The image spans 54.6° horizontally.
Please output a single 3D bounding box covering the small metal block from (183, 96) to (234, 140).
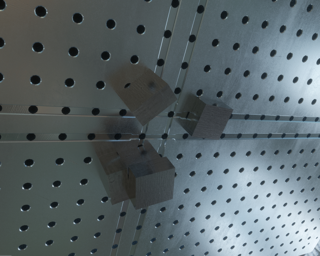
[{"bbox_3d":[0.068,-0.013,0.440,0.050,0.025,0.050,8,114,-32],"label":"small metal block"}]

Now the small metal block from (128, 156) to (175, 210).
[{"bbox_3d":[-0.011,0.067,0.382,0.050,0.025,0.050,-11,123,-23],"label":"small metal block"}]

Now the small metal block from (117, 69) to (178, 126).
[{"bbox_3d":[-0.016,-0.037,0.363,0.050,0.050,0.025,-38,129,-3],"label":"small metal block"}]

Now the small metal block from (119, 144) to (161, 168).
[{"bbox_3d":[-0.025,0.051,0.412,0.050,0.050,0.025,-16,125,-20],"label":"small metal block"}]

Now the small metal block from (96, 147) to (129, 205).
[{"bbox_3d":[-0.060,0.061,0.399,0.025,0.050,0.050,-16,125,-19],"label":"small metal block"}]
